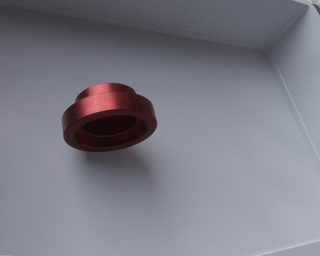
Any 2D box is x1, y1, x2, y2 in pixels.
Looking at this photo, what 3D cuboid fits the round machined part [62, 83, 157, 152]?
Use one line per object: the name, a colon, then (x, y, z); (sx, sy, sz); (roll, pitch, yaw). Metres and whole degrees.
round machined part: (-0.055, -0.013, 0.337); (0.099, 0.098, 0.042); (1, 62, -28)
